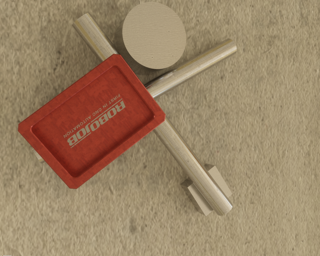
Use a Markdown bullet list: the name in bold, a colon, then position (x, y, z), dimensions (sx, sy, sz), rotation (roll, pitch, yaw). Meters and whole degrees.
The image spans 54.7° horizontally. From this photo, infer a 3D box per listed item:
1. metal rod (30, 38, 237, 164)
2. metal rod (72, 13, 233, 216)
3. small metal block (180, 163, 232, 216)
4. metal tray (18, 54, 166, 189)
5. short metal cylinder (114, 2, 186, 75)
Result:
- **metal rod**: position (-0.020, -0.044, 0.404), dimensions (0.302, 0.025, 0.025), rotation (-31, 101, -18)
- **metal rod**: position (-0.001, -0.007, 0.385), dimensions (0.025, 0.025, 0.300), rotation (-41, 103, -16)
- **small metal block**: position (0.065, 0.086, 0.435), dimensions (0.050, 0.025, 0.050), rotation (-35, 102, -17)
- **metal tray**: position (-0.071, -0.008, 0.341), dimensions (0.130, 0.030, 0.090), rotation (-38, 102, -4)
- **short metal cylinder**: position (-0.014, -0.110, 0.392), dimensions (0.081, 0.050, 0.079), rotation (0, 90, -21)
